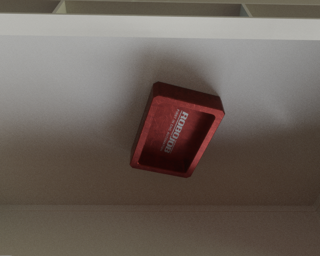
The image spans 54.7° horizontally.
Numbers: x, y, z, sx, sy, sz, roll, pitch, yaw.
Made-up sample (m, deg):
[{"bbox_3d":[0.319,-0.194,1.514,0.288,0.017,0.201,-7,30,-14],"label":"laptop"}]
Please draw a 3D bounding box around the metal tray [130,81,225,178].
[{"bbox_3d":[0.018,0.008,0.412,0.091,0.030,0.129,12,129,-11],"label":"metal tray"}]
